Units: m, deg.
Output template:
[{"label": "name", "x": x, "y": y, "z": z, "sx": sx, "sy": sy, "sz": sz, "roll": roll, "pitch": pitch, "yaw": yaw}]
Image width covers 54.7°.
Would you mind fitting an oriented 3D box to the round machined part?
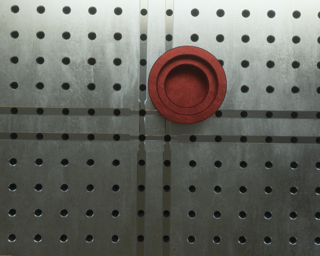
[{"label": "round machined part", "x": 0.034, "y": -0.054, "z": 0.405, "sx": 0.099, "sy": 0.042, "sz": 0.097, "roll": 0, "pitch": 90, "yaw": -1}]
